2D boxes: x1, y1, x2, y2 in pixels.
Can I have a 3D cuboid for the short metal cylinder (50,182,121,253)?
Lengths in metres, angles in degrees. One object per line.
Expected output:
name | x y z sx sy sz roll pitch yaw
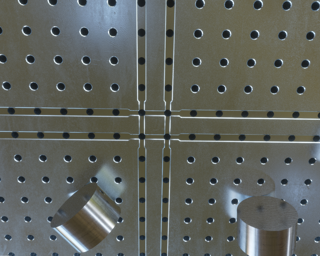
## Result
short metal cylinder | -0.102 0.121 0.428 0.080 0.080 0.050 -35 107 12

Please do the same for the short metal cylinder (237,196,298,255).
short metal cylinder | 0.150 0.140 0.438 0.080 0.080 0.050 -5 110 1
